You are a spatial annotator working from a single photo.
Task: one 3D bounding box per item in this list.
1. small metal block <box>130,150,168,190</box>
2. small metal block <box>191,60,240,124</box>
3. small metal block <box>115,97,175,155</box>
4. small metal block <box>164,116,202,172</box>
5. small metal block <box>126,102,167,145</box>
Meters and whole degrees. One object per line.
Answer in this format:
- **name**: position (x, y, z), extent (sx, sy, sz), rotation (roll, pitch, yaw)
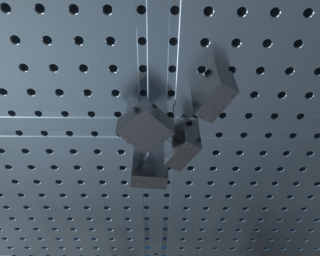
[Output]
- **small metal block**: position (-0.015, 0.059, 0.445), extent (0.050, 0.050, 0.025), rotation (5, 130, -4)
- **small metal block**: position (0.062, -0.042, 0.360), extent (0.025, 0.050, 0.050), rotation (24, 126, -19)
- **small metal block**: position (-0.018, -0.001, 0.377), extent (0.050, 0.025, 0.050), rotation (-36, 122, 26)
- **small metal block**: position (0.029, 0.021, 0.413), extent (0.025, 0.050, 0.050), rotation (25, 126, -20)
- **small metal block**: position (-0.018, -0.005, 0.407), extent (0.050, 0.025, 0.050), rotation (3, 130, -3)
